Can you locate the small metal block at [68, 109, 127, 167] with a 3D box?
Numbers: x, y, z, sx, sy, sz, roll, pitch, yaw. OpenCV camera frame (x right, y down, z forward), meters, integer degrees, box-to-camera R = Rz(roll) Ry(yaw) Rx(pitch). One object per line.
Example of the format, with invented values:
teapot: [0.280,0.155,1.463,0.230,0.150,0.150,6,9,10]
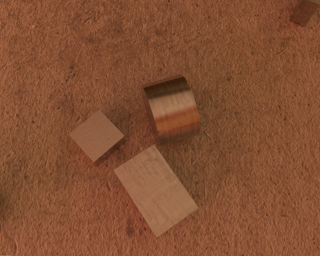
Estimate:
small metal block: [-0.080,0.013,0.403,0.050,0.025,0.050,-41,75,-14]

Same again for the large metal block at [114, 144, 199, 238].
large metal block: [-0.005,0.075,0.352,0.050,0.080,0.080,-33,73,-11]

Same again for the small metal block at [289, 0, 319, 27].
small metal block: [0.225,-0.190,0.466,0.025,0.050,0.050,27,72,9]

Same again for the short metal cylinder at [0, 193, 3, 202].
short metal cylinder: [-0.227,0.089,0.345,0.080,0.080,0.050,11,71,4]

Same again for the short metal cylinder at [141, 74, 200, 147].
short metal cylinder: [0.012,-0.022,0.387,0.050,0.080,0.080,-17,71,-6]
